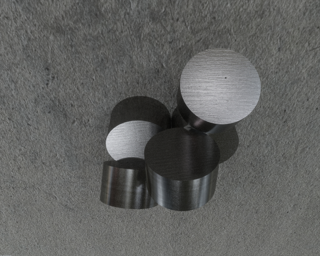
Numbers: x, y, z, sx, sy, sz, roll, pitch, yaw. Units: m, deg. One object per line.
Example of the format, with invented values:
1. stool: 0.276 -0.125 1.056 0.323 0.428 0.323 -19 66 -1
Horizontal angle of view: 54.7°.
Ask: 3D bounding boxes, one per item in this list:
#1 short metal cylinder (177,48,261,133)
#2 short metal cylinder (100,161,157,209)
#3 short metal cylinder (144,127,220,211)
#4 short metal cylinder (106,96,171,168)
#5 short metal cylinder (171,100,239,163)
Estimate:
1. short metal cylinder: 0.060 -0.038 0.332 0.081 0.080 0.050 0 168 -1
2. short metal cylinder: -0.040 0.076 0.428 0.081 0.080 0.050 6 91 -5
3. short metal cylinder: 0.024 0.044 0.345 0.081 0.080 0.050 -1 130 0
4. short metal cylinder: -0.025 0.006 0.396 0.081 0.050 0.079 0 130 0
5. short metal cylinder: 0.055 0.005 0.396 0.081 0.050 0.079 0 130 0
